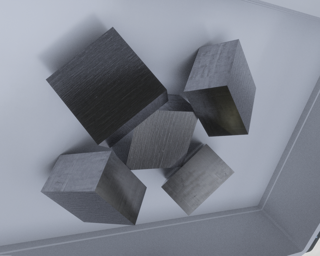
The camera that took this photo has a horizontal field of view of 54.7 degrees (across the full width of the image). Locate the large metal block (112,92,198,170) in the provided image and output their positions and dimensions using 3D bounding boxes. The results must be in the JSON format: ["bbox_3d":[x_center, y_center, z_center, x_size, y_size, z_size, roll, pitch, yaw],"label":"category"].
[{"bbox_3d":[-0.007,0.004,0.387,0.081,0.050,0.079,1,118,-29],"label":"large metal block"}]

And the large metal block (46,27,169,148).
[{"bbox_3d":[-0.049,-0.037,0.310,0.080,0.080,0.050,-39,173,-2],"label":"large metal block"}]

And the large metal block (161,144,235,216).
[{"bbox_3d":[0.051,0.067,0.432,0.080,0.050,0.080,-44,174,2],"label":"large metal block"}]

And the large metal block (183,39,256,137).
[{"bbox_3d":[0.077,-0.046,0.377,0.080,0.050,0.080,55,42,-39],"label":"large metal block"}]

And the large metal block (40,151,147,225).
[{"bbox_3d":[-0.075,0.073,0.368,0.080,0.050,0.080,-7,137,30],"label":"large metal block"}]
